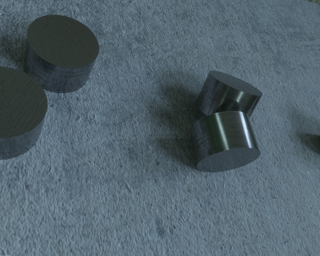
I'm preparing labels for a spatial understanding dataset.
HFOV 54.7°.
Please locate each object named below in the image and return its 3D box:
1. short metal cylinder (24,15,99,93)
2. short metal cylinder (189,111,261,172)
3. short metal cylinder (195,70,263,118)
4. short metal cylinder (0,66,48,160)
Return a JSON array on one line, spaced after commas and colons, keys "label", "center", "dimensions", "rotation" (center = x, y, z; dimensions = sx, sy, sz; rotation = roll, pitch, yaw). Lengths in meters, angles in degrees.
[{"label": "short metal cylinder", "center": [-0.121, -0.090, 0.377], "dimensions": [0.081, 0.050, 0.080], "rotation": [14, 56, -21]}, {"label": "short metal cylinder", "center": [0.082, 0.020, 0.401], "dimensions": [0.081, 0.080, 0.050], "rotation": [4, 60, -26]}, {"label": "short metal cylinder", "center": [0.098, -0.043, 0.444], "dimensions": [0.080, 0.050, 0.080], "rotation": [19, 24, -8]}, {"label": "short metal cylinder", "center": [-0.159, -0.015, 0.311], "dimensions": [0.081, 0.050, 0.080], "rotation": [14, 56, -21]}]
